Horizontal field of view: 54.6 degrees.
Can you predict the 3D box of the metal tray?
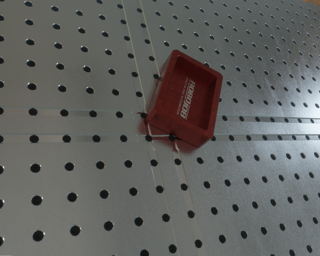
[{"bbox_3d":[0.040,-0.046,0.453,0.090,0.030,0.130,26,53,-12],"label":"metal tray"}]
